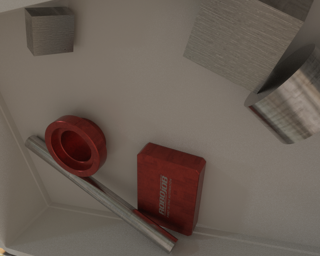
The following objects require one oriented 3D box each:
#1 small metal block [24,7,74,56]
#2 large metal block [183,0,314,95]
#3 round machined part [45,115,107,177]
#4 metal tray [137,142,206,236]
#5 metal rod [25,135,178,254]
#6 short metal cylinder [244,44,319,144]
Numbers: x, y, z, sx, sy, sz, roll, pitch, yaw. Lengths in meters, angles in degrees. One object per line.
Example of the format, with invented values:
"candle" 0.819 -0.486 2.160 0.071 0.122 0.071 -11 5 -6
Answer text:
"small metal block" -0.136 -0.120 0.383 0.025 0.050 0.050 47 139 34
"large metal block" 0.077 -0.091 0.285 0.080 0.050 0.079 30 141 8
"round machined part" -0.123 0.023 0.474 0.098 0.042 0.097 13 124 20
"metal tray" 0.013 0.091 0.454 0.090 0.030 0.129 15 125 19
"metal rod" -0.102 0.098 0.494 0.300 0.025 0.025 32 129 17
"short metal cylinder" 0.126 -0.031 0.287 0.050 0.080 0.080 44 129 -3
